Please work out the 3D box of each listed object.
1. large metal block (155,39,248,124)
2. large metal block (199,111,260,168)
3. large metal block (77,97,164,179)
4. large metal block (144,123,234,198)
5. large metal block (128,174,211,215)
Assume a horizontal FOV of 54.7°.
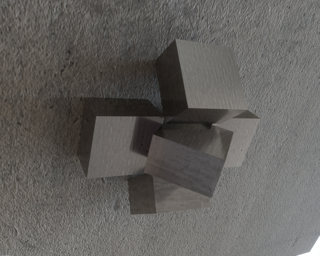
[{"bbox_3d":[0.047,-0.051,0.361,0.081,0.080,0.050,0,162,-28],"label":"large metal block"},{"bbox_3d":[0.083,0.010,0.442,0.081,0.050,0.079,0,119,-29],"label":"large metal block"},{"bbox_3d":[-0.049,0.010,0.373,0.081,0.050,0.079,-1,119,-29],"label":"large metal block"},{"bbox_3d":[0.037,0.028,0.369,0.080,0.080,0.050,19,116,11],"label":"large metal block"},{"bbox_3d":[0.010,0.089,0.427,0.081,0.080,0.050,2,75,-29],"label":"large metal block"}]
